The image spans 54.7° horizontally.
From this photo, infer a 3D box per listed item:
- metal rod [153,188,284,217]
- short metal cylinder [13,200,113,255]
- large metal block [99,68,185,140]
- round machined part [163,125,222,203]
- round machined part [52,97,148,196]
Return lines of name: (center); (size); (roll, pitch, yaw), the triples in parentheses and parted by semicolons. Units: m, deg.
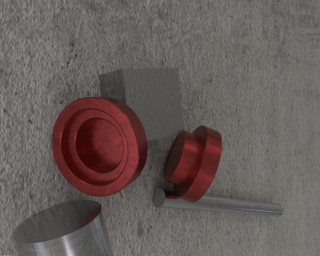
metal rod: (0.111, 0.124, 0.497); (0.302, 0.025, 0.025); (16, 80, -39)
short metal cylinder: (-0.090, 0.109, 0.294); (0.081, 0.080, 0.050); (-19, 103, -38)
large metal block: (-0.021, -0.028, 0.371); (0.081, 0.050, 0.079); (-11, 97, -39)
round machined part: (0.036, 0.042, 0.396); (0.042, 0.098, 0.098); (21, 75, -9)
round machined part: (-0.057, 0.016, 0.317); (0.042, 0.098, 0.097); (-19, 104, -67)
